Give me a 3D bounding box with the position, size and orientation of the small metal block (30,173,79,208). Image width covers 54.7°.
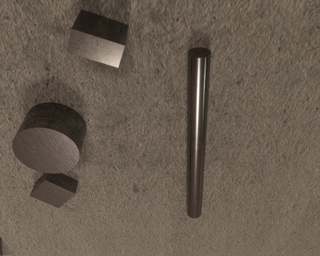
[{"bbox_3d":[-0.165,0.095,0.486,0.050,0.025,0.050,33,122,-25],"label":"small metal block"}]

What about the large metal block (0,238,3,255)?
[{"bbox_3d":[-0.343,0.262,0.589,0.050,0.080,0.079,12,129,-11],"label":"large metal block"}]

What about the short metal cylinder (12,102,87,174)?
[{"bbox_3d":[-0.140,0.014,0.400,0.081,0.050,0.079,0,130,0],"label":"short metal cylinder"}]

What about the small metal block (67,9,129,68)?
[{"bbox_3d":[-0.061,-0.091,0.312,0.050,0.050,0.025,15,128,-13],"label":"small metal block"}]

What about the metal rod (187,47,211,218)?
[{"bbox_3d":[0.051,0.031,0.434,0.025,0.025,0.298,-3,130,2],"label":"metal rod"}]
